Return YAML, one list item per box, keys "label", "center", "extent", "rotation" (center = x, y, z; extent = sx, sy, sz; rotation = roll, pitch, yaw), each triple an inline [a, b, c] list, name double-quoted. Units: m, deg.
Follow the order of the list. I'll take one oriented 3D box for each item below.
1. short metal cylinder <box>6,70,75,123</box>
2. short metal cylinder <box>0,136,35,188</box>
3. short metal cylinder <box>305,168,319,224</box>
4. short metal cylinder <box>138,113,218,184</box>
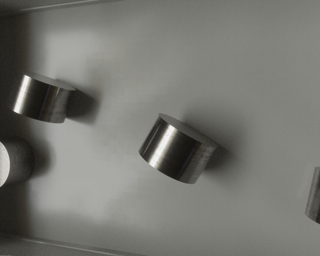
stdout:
- label: "short metal cylinder"
  center: [-0.167, -0.045, 0.439]
  extent: [0.080, 0.080, 0.050]
  rotation: [24, 98, 18]
- label: "short metal cylinder"
  center: [-0.245, 0.053, 0.482]
  extent: [0.080, 0.050, 0.079]
  rotation: [0, 90, 19]
- label: "short metal cylinder"
  center: [0.195, 0.074, 0.313]
  extent: [0.080, 0.080, 0.050]
  rotation: [12, 94, 19]
- label: "short metal cylinder"
  center: [0.021, 0.024, 0.373]
  extent: [0.080, 0.080, 0.050]
  rotation: [32, 100, 17]
